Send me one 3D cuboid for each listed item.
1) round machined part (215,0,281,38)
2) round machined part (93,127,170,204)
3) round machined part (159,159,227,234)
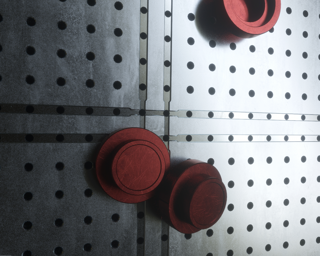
[{"bbox_3d":[0.122,-0.179,0.450,0.099,0.042,0.097,0,90,-21],"label":"round machined part"},{"bbox_3d":[-0.032,0.047,0.393,0.099,0.042,0.097,0,90,-21],"label":"round machined part"},{"bbox_3d":[0.050,0.093,0.409,0.099,0.042,0.097,-7,103,-36],"label":"round machined part"}]
